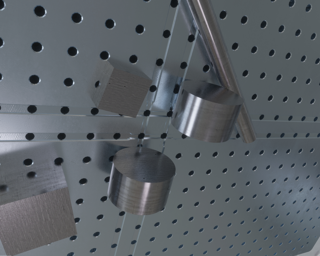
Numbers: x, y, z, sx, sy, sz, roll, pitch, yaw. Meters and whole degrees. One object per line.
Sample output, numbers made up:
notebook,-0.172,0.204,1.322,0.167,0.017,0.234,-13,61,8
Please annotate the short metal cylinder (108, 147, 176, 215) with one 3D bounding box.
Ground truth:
short metal cylinder,-0.025,0.067,0.404,0.081,0.080,0.050,-1,119,-28

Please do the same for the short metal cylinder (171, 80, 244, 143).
short metal cylinder,0.059,-0.023,0.394,0.081,0.080,0.050,0,118,-29

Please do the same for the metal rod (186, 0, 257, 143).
metal rod,0.081,-0.083,0.404,0.025,0.025,0.299,-36,129,-4

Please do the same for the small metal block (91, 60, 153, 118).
small metal block,-0.044,-0.044,0.360,0.050,0.025,0.050,14,111,-34

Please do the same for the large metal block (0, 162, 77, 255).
large metal block,-0.151,0.096,0.373,0.081,0.050,0.079,-13,124,-21
